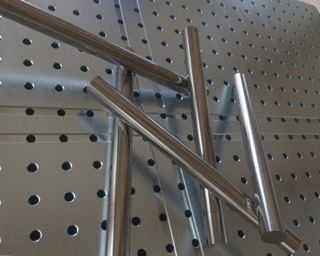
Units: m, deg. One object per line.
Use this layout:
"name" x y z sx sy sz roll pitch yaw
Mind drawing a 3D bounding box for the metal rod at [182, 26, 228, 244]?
"metal rod" 0.056 -0.005 0.414 0.025 0.025 0.299 6 68 -26

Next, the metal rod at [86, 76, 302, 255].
"metal rod" 0.037 0.042 0.363 0.300 0.025 0.025 39 51 2

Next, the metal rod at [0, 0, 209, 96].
"metal rod" -0.053 -0.092 0.397 0.302 0.025 0.025 19 54 -33

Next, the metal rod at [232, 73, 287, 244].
"metal rod" 0.126 0.013 0.424 0.025 0.025 0.300 24 39 -14

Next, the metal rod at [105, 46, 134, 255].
"metal rod" -0.046 0.019 0.372 0.025 0.025 0.299 12 57 -22
